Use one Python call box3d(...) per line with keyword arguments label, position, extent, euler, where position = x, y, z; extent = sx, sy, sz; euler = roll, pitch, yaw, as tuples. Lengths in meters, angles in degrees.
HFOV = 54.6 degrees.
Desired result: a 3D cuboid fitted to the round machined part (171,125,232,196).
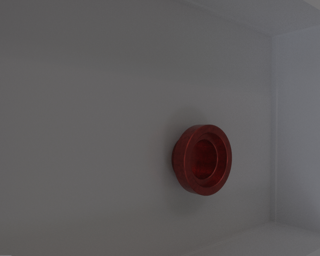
box3d(label="round machined part", position=(0.055, 0.044, 0.441), extent=(0.099, 0.042, 0.097), euler=(0, 90, -40))
